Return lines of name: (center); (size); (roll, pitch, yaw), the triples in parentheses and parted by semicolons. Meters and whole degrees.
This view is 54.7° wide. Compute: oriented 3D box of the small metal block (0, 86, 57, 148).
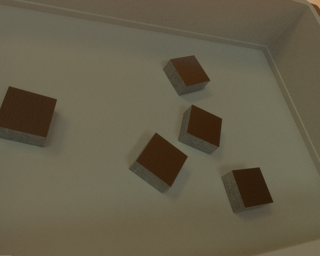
small metal block: (-0.144, -0.012, 0.335); (0.050, 0.025, 0.050); (16, 55, -20)

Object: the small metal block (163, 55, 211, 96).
small metal block: (0.041, -0.082, 0.477); (0.050, 0.025, 0.050); (-19, 72, -35)

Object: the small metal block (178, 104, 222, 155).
small metal block: (0.057, 0.002, 0.435); (0.050, 0.025, 0.050); (24, 53, -14)

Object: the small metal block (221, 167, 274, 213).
small metal block: (0.117, 0.083, 0.418); (0.050, 0.025, 0.050); (-1, 62, -29)

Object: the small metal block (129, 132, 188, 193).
small metal block: (-0.001, 0.042, 0.379); (0.050, 0.025, 0.050); (37, 51, -3)
